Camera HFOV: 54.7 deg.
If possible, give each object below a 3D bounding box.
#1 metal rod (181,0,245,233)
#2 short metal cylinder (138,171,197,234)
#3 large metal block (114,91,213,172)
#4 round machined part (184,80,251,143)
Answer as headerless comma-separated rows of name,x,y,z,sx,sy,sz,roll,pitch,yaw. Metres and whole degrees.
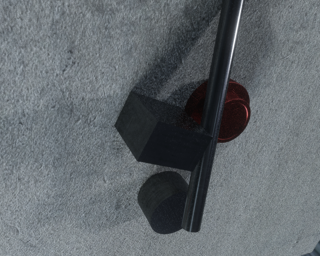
metal rod,0.064,-0.013,0.385,0.025,0.025,0.298,3,102,-30
short metal cylinder,0.013,0.112,0.467,0.081,0.050,0.079,-14,124,-21
large metal block,0.002,0.004,0.375,0.081,0.080,0.050,16,110,-35
round machined part,0.086,-0.018,0.432,0.099,0.042,0.097,-14,124,-21
